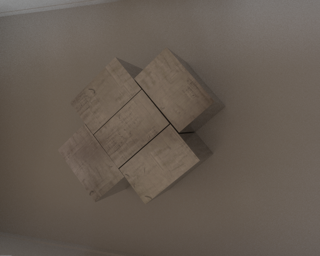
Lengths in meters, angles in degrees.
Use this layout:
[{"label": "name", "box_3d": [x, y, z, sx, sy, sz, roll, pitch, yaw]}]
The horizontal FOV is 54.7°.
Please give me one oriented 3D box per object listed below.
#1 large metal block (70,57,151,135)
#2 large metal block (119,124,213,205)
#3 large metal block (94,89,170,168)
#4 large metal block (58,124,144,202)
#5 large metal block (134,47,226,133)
[{"label": "large metal block", "box_3d": [-0.051, -0.037, 0.397, 0.080, 0.080, 0.050, -42, 77, 15]}, {"label": "large metal block", "box_3d": [0.011, 0.040, 0.376, 0.080, 0.080, 0.050, -42, 77, 15]}, {"label": "large metal block", "box_3d": [-0.020, 0.001, 0.387, 0.080, 0.080, 0.050, -42, 77, 15]}, {"label": "large metal block", "box_3d": [-0.070, 0.041, 0.404, 0.050, 0.080, 0.080, -42, 77, 15]}, {"label": "large metal block", "box_3d": [0.027, -0.042, 0.370, 0.050, 0.080, 0.080, -42, 77, 15]}]
